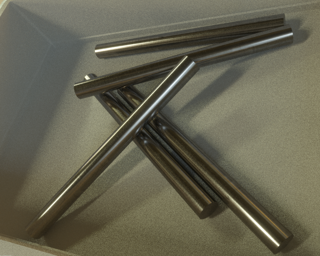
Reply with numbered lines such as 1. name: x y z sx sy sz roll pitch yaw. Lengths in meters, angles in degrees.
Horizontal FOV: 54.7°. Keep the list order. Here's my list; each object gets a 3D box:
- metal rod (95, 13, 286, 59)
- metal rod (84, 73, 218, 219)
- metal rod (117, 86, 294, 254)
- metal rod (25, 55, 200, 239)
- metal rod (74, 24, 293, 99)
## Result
1. metal rod: 0.029 -0.135 0.471 0.300 0.025 0.025 -1 62 27
2. metal rod: -0.032 0.004 0.418 0.025 0.025 0.300 -43 51 -2
3. metal rod: 0.029 0.023 0.374 0.025 0.025 0.300 -43 51 -2
4. metal rod: -0.063 0.028 0.393 0.300 0.025 0.025 -46 51 5
5. metal rod: 0.022 -0.087 0.425 0.301 0.025 0.025 -13 56 13
